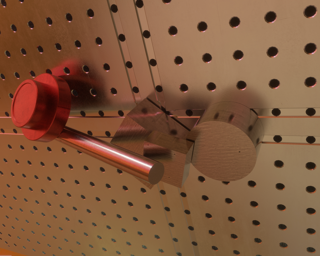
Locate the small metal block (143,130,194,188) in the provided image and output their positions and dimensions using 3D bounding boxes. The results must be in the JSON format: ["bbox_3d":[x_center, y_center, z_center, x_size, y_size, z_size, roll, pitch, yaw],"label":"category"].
[{"bbox_3d":[0.009,0.036,0.360,0.050,0.025,0.050,17,125,18],"label":"small metal block"}]

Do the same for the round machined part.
[{"bbox_3d":[-0.172,-0.031,0.435,0.098,0.042,0.098,-9,74,37],"label":"round machined part"}]

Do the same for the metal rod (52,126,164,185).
[{"bbox_3d":[-0.115,0.015,0.423,0.300,0.025,0.025,16,127,39],"label":"metal rod"}]

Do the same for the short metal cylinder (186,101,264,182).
[{"bbox_3d":[0.076,0.015,0.363,0.080,0.050,0.079,13,124,20],"label":"short metal cylinder"}]

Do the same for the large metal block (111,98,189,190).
[{"bbox_3d":[-0.016,0.022,0.413,0.080,0.050,0.080,37,129,2],"label":"large metal block"}]
